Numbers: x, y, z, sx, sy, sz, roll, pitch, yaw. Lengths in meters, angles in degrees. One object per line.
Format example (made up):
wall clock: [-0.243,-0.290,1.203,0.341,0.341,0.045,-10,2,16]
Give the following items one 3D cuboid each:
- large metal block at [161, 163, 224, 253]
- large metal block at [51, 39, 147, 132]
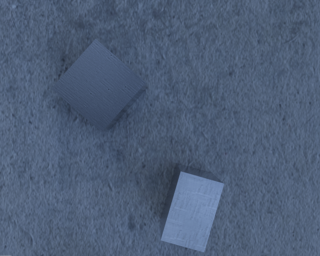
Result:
large metal block: [0.036,0.093,0.383,0.050,0.080,0.080,16,90,0]
large metal block: [-0.074,-0.051,0.397,0.080,0.050,0.080,41,90,-1]
